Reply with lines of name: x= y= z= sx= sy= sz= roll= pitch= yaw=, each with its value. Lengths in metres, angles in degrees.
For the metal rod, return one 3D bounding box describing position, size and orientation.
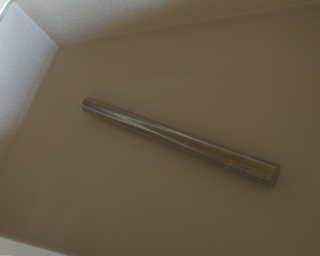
metal rod: x=0.002 y=0.006 z=0.400 sx=0.300 sy=0.025 sz=0.025 roll=20 pitch=73 yaw=35
